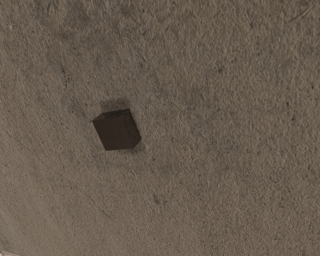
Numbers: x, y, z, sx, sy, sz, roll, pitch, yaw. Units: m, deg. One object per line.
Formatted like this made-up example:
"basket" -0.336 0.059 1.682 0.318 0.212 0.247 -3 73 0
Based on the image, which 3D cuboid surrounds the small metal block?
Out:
"small metal block" -0.061 0.003 0.439 0.050 0.025 0.050 -7 115 31
